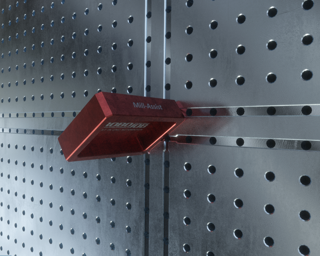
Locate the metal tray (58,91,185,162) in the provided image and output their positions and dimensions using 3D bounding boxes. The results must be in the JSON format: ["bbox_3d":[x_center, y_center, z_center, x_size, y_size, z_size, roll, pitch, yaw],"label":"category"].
[{"bbox_3d":[-0.042,0.001,0.373,0.090,0.131,0.030,-42,65,32],"label":"metal tray"}]
